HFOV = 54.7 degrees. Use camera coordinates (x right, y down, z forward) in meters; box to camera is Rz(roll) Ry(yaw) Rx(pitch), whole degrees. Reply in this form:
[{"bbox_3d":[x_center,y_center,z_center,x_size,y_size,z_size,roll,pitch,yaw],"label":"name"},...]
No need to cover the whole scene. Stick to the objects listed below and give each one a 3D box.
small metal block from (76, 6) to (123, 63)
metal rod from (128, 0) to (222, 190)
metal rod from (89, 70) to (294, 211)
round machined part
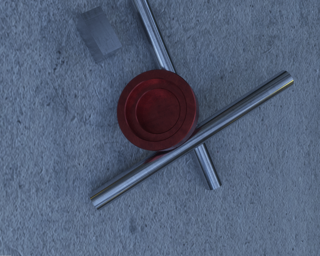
[{"bbox_3d":[-0.074,-0.109,0.369,0.025,0.050,0.050,-32,101,-17],"label":"small metal block"},{"bbox_3d":[0.019,-0.054,0.417,0.025,0.025,0.299,-26,99,-18],"label":"metal rod"},{"bbox_3d":[0.046,0.012,0.400,0.301,0.025,0.025,-32,101,-8],"label":"metal rod"},{"bbox_3d":[0.000,-0.020,0.384,0.098,0.042,0.097,-2,83,17],"label":"round machined part"}]
